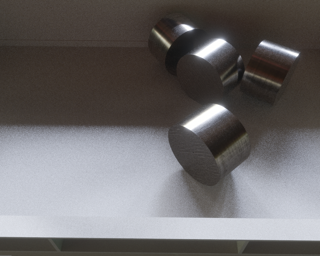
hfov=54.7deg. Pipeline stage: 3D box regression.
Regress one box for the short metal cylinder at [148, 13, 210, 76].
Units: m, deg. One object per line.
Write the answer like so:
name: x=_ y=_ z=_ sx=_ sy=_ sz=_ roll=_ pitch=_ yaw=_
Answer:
short metal cylinder: x=0.029 y=-0.128 z=0.477 sx=0.081 sy=0.080 sz=0.050 roll=-25 pitch=54 yaw=-19

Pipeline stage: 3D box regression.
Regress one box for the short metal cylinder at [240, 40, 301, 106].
short metal cylinder: x=0.155 y=-0.077 z=0.435 sx=0.050 sy=0.080 sz=0.080 roll=28 pitch=56 yaw=21

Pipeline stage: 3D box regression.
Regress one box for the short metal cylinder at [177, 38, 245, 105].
short metal cylinder: x=0.070 y=-0.078 z=0.435 sx=0.080 sy=0.080 sz=0.050 roll=35 pitch=58 yaw=25

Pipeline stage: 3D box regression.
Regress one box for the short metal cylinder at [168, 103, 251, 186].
short metal cylinder: x=0.055 y=0.019 z=0.354 sx=0.050 sy=0.080 sz=0.080 roll=-33 pitch=58 yaw=-25
